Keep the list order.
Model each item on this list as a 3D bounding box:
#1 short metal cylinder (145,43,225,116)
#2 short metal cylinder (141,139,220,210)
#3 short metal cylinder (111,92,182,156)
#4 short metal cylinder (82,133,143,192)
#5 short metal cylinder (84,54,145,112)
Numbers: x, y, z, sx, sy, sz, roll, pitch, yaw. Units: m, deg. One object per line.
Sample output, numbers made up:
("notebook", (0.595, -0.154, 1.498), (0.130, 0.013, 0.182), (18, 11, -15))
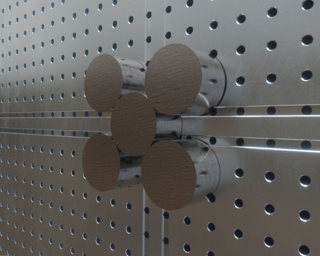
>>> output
("short metal cylinder", (0.029, -0.054, 0.365), (0.080, 0.050, 0.079), (0, 90, 39))
("short metal cylinder", (0.024, 0.053, 0.371), (0.080, 0.050, 0.079), (0, 90, 39))
("short metal cylinder", (-0.019, -0.005, 0.406), (0.080, 0.050, 0.079), (0, 90, 39))
("short metal cylinder", (-0.066, 0.047, 0.444), (0.080, 0.050, 0.079), (0, 90, 39))
("short metal cylinder", (-0.063, -0.061, 0.442), (0.080, 0.050, 0.079), (0, 90, 39))
